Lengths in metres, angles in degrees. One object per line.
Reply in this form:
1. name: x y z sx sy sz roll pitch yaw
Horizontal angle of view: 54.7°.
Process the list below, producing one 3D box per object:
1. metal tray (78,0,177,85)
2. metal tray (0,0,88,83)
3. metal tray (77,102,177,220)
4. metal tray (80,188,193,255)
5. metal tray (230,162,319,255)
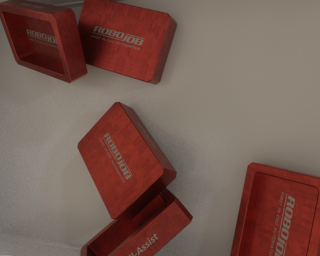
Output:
1. metal tray: -0.052 -0.120 0.424 0.130 0.030 0.089 19 98 18
2. metal tray: -0.162 -0.121 0.423 0.130 0.030 0.089 21 133 31
3. metal tray: -0.048 0.040 0.399 0.090 0.030 0.130 -46 54 13
4. metal tray: -0.032 0.124 0.360 0.130 0.090 0.030 -39 100 -9
5. metal tray: 0.131 0.110 0.336 0.090 0.030 0.129 11 89 46
